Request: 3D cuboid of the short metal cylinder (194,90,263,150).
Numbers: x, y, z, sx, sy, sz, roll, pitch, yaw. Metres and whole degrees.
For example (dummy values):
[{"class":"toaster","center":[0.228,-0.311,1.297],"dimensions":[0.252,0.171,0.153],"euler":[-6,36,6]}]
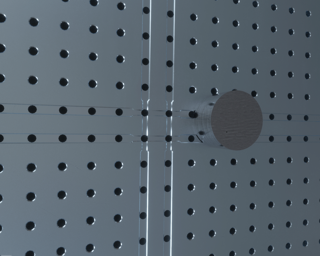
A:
[{"class":"short metal cylinder","center":[0.094,-0.010,0.434],"dimensions":[0.081,0.050,0.080],"euler":[0,90,-20]}]
